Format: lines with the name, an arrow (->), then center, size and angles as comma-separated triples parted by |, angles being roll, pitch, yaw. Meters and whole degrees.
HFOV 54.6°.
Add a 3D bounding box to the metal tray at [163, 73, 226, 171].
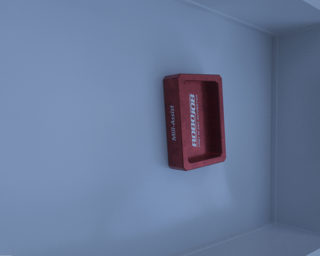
metal tray -> 0.052, -0.011, 0.445 | 0.091, 0.030, 0.129 | -7, 94, -40
